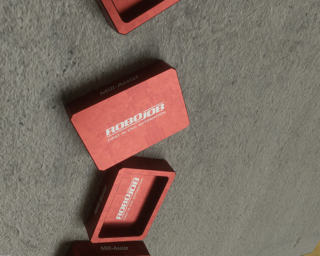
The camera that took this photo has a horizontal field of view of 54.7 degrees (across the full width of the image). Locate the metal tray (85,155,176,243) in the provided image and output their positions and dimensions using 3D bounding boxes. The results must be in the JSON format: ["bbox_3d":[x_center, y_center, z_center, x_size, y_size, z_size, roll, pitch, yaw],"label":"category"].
[{"bbox_3d":[-0.043,0.104,0.443,0.091,0.030,0.129,10,113,-33],"label":"metal tray"}]

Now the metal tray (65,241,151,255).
[{"bbox_3d":[-0.090,0.224,0.492,0.131,0.030,0.089,15,110,-35],"label":"metal tray"}]

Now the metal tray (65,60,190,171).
[{"bbox_3d":[-0.034,-0.015,0.376,0.131,0.030,0.090,-27,128,-11],"label":"metal tray"}]

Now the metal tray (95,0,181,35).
[{"bbox_3d":[-0.033,-0.165,0.282,0.090,0.030,0.130,-34,129,-6],"label":"metal tray"}]
